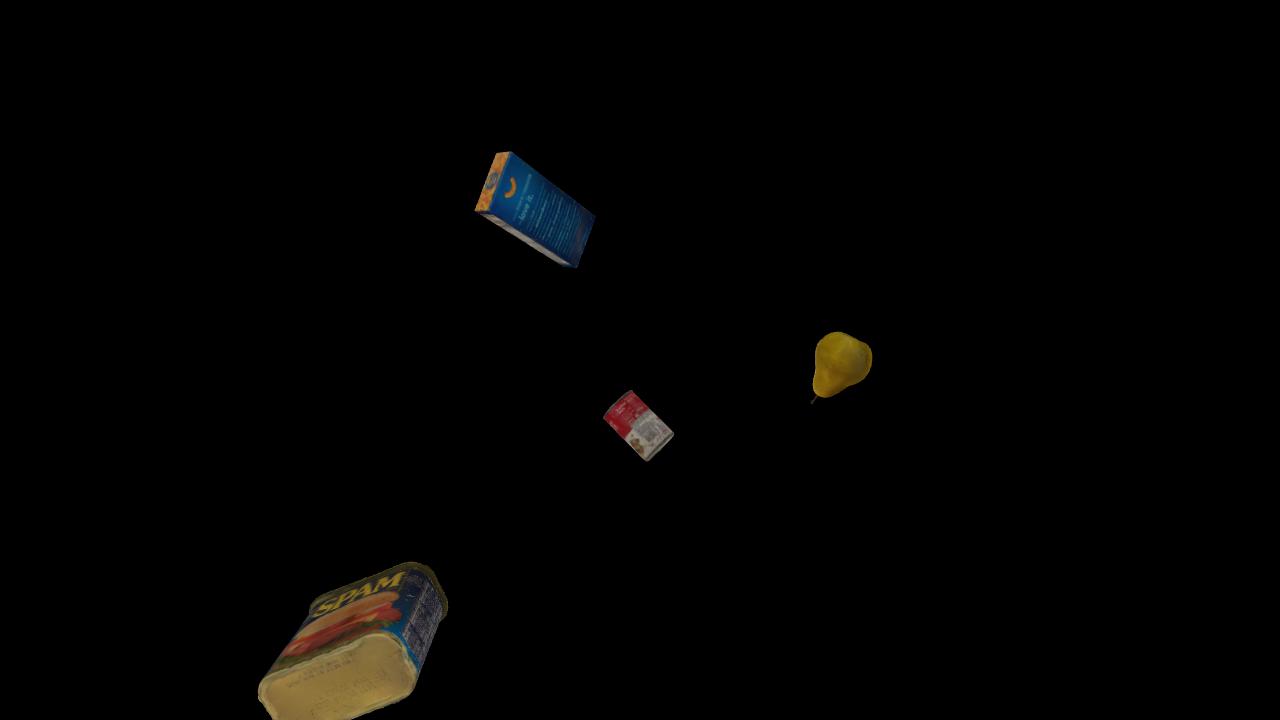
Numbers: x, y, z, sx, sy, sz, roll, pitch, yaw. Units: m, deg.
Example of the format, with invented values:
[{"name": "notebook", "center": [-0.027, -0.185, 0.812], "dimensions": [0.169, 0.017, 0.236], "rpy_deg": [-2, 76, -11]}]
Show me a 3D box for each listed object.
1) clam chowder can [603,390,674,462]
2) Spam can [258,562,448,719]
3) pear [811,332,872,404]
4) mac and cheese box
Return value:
[{"name": "clam chowder can", "center": [-0.001, 0.108, 1.007], "dimensions": [0.102, 0.068, 0.068], "rpy_deg": [44, 10, 10]}, {"name": "Spam can", "center": [-0.196, 0.200, 0.432], "dimensions": [0.101, 0.058, 0.085], "rpy_deg": [-22, 13, 0]}, {"name": "pear", "center": [0.268, 0.018, 0.852], "dimensions": [0.080, 0.111, 0.080], "rpy_deg": [24, 11, -5]}, {"name": "mac and cheese box", "center": [-0.148, -0.215, 0.905], "dimensions": [0.041, 0.093, 0.184], "rpy_deg": [13, -10, 40]}]
